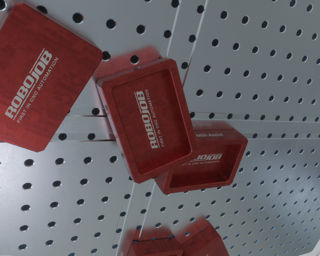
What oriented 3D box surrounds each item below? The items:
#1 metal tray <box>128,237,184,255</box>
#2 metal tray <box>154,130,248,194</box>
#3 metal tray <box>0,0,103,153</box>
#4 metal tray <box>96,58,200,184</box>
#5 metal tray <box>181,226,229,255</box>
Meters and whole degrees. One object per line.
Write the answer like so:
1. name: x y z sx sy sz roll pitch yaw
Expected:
1. metal tray: -0.021 0.258 0.554 0.091 0.030 0.129 5 116 -31
2. metal tray: 0.063 0.050 0.472 0.131 0.030 0.089 -1 119 -28
3. metal tray: -0.130 -0.046 0.308 0.090 0.030 0.130 27 104 -37
4. metal tray: -0.011 -0.009 0.373 0.091 0.030 0.129 -22 111 -15
5. metal tray: 0.089 0.260 0.616 0.090 0.030 0.130 -32 129 -8
